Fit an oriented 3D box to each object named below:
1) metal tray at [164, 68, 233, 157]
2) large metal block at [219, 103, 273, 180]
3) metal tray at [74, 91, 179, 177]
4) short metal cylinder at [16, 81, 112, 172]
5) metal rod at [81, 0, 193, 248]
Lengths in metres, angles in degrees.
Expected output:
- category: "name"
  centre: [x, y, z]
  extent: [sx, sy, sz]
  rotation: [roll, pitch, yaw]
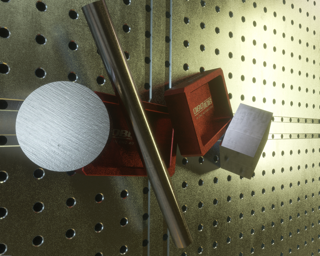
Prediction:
- category: "metal tray"
  centre: [0.061, -0.026, 0.432]
  extent: [0.131, 0.030, 0.089]
  rotation: [-35, 113, -52]
- category: "large metal block"
  centre: [0.133, 0.022, 0.481]
  extent: [0.080, 0.050, 0.080]
  rotation: [-59, 154, -23]
- category: "metal tray"
  centre: [-0.036, 0.012, 0.375]
  extent: [0.131, 0.030, 0.089]
  rotation: [9, 85, -40]
- category: "short metal cylinder"
  centre: [-0.087, 0.000, 0.296]
  extent: [0.081, 0.050, 0.080]
  rotation: [0, 86, -5]
- category: "metal rod"
  centre: [-0.019, 0.010, 0.354]
  extent: [0.025, 0.025, 0.298]
  rotation: [-32, 110, -36]
